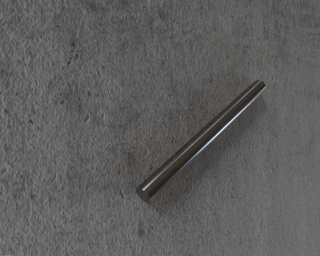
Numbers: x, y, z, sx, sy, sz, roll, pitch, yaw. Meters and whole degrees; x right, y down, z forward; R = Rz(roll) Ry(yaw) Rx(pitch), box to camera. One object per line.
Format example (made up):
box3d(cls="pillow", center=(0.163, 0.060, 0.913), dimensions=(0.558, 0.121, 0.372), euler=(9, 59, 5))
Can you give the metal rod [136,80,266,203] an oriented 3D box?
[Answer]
box3d(cls="metal rod", center=(0.078, 0.005, 0.468), dimensions=(0.302, 0.025, 0.025), euler=(-39, 114, -33))
